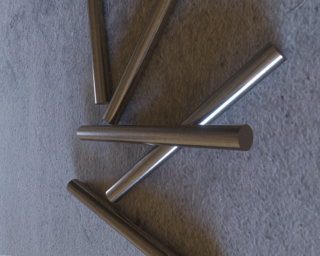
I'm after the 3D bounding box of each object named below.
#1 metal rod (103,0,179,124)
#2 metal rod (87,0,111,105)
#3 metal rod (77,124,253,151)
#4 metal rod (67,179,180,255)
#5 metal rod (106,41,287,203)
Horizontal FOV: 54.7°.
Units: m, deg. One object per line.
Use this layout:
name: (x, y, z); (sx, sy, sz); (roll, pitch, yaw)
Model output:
metal rod: (-0.007, -0.133, 0.408); (0.025, 0.025, 0.298); (43, 115, 31)
metal rod: (-0.101, -0.186, 0.485); (0.025, 0.025, 0.298); (-9, 84, 39)
metal rod: (-0.022, 0.008, 0.395); (0.300, 0.025, 0.025); (0, 90, 47)
metal rod: (-0.037, 0.147, 0.432); (0.300, 0.025, 0.025); (24, 105, 37)
metal rod: (0.024, 0.011, 0.383); (0.299, 0.025, 0.025); (-43, 64, 31)
